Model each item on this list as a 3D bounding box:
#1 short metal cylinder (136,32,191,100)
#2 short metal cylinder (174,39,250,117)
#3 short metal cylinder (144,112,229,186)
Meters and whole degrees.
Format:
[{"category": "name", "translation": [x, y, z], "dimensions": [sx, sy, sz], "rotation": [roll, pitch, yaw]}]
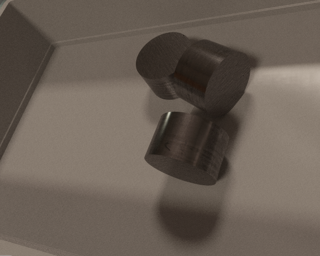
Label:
[{"category": "short metal cylinder", "translation": [0.014, -0.086, 0.434], "dimensions": [0.080, 0.050, 0.080], "rotation": [-13, 56, 20]}, {"category": "short metal cylinder", "translation": [0.063, -0.060, 0.374], "dimensions": [0.050, 0.080, 0.080], "rotation": [35, 81, 38]}, {"category": "short metal cylinder", "translation": [0.030, 0.024, 0.339], "dimensions": [0.080, 0.080, 0.050], "rotation": [9, 66, 31]}]
